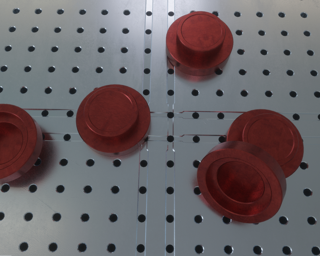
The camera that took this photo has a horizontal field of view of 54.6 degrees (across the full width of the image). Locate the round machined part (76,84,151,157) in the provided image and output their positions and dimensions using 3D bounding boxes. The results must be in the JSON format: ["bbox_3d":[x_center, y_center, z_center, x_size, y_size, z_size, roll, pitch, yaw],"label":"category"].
[{"bbox_3d":[-0.062,-0.015,0.408,0.099,0.042,0.098,0,70,0],"label":"round machined part"}]

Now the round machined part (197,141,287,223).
[{"bbox_3d":[0.096,0.058,0.363,0.098,0.097,0.042,38,39,12],"label":"round machined part"}]

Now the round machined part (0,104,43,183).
[{"bbox_3d":[-0.198,0.022,0.394,0.099,0.042,0.098,0,70,0],"label":"round machined part"}]

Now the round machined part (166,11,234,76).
[{"bbox_3d":[0.058,-0.129,0.450,0.099,0.042,0.098,0,70,0],"label":"round machined part"}]

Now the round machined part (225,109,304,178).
[{"bbox_3d":[0.135,0.020,0.396,0.099,0.042,0.098,0,70,0],"label":"round machined part"}]
